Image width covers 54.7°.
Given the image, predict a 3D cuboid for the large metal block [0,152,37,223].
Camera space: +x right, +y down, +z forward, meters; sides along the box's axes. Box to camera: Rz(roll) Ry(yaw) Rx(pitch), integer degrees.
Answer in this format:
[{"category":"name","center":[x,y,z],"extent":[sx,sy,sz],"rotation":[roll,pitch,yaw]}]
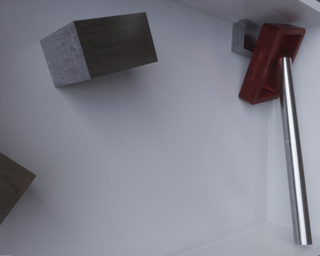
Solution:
[{"category":"large metal block","center":[-0.158,0.032,0.239],"extent":[0.080,0.080,0.050],"rotation":[45,63,-31]}]

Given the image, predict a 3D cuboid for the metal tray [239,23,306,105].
[{"category":"metal tray","center":[0.190,-0.108,0.527],"extent":[0.091,0.030,0.129],"rotation":[-14,128,-39]}]

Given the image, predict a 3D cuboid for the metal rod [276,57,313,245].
[{"category":"metal rod","center":[0.214,0.028,0.500],"extent":[0.025,0.025,0.299],"rotation":[11,72,-40]}]

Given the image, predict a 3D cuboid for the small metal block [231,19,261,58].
[{"category":"small metal block","center":[0.150,-0.153,0.535],"extent":[0.050,0.025,0.050],"rotation":[7,85,-40]}]

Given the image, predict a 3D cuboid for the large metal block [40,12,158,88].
[{"category":"large metal block","center":[-0.063,-0.079,0.319],"extent":[0.081,0.080,0.050],"rotation":[-24,106,-38]}]
